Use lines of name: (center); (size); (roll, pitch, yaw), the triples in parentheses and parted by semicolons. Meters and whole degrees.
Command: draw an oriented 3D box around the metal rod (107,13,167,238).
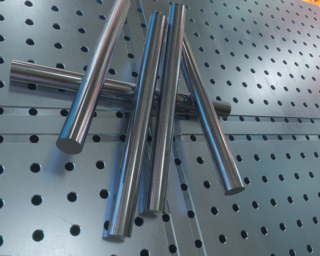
metal rod: (-0.022, -0.022, 0.382); (0.025, 0.025, 0.300); (18, 63, -18)

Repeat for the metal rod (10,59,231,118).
metal rod: (-0.034, -0.047, 0.417); (0.302, 0.025, 0.025); (8, 58, -24)

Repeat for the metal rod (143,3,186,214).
metal rod: (0.010, -0.042, 0.408); (0.025, 0.025, 0.299); (16, 65, -19)

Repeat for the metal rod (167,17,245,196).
metal rod: (0.053, -0.051, 0.434); (0.025, 0.025, 0.299); (3, 55, -27)

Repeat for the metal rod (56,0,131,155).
metal rod: (-0.073, -0.092, 0.396); (0.025, 0.025, 0.300); (22, 45, -15)
